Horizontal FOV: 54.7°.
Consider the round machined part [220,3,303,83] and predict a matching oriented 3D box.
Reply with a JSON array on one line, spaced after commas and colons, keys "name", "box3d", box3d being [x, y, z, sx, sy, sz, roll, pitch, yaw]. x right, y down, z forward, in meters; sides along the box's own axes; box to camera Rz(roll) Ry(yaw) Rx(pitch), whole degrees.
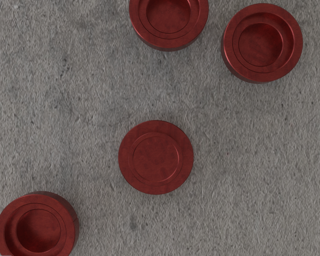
[{"name": "round machined part", "box3d": [0.128, -0.106, 0.402, 0.099, 0.042, 0.097, 0, 90, 0]}]

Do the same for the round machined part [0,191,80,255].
[{"name": "round machined part", "box3d": [-0.153, 0.130, 0.400, 0.099, 0.042, 0.097, 0, 90, 0]}]

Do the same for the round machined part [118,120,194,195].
[{"name": "round machined part", "box3d": [-0.005, 0.038, 0.401, 0.099, 0.042, 0.097, 0, 90, 0]}]

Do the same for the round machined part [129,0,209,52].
[{"name": "round machined part", "box3d": [0.011, -0.147, 0.401, 0.099, 0.042, 0.097, 0, 90, 0]}]
